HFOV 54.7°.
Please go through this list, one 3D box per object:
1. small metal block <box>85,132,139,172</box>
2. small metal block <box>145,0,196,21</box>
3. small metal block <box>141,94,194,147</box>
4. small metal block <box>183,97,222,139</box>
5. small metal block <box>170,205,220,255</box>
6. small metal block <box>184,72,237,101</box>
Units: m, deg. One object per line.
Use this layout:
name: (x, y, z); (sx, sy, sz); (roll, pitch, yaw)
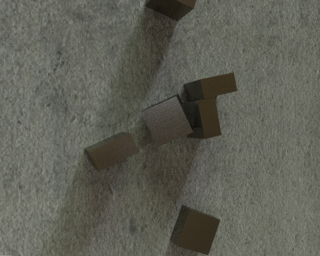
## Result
small metal block: (-0.060, 0.027, 0.374); (0.050, 0.050, 0.025); (-26, 99, -18)
small metal block: (0.014, -0.168, 0.402); (0.050, 0.050, 0.025); (18, 84, -20)
small metal block: (0.010, -0.010, 0.402); (0.050, 0.025, 0.050); (-24, 100, 13)
small metal block: (0.055, -0.013, 0.417); (0.025, 0.050, 0.050); (-12, 95, -20)
small metal block: (0.049, 0.141, 0.429); (0.050, 0.025, 0.050); (23, 82, -19)
small metal block: (0.068, -0.055, 0.422); (0.050, 0.050, 0.025); (-14, 95, -20)
